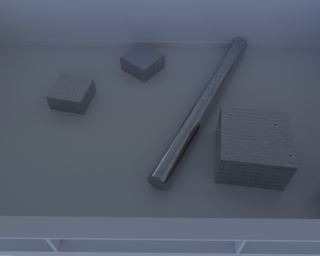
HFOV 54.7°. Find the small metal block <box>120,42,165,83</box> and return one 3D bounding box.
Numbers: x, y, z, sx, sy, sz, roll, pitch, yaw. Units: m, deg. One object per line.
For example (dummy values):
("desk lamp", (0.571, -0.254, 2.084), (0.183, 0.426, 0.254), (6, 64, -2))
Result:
("small metal block", (-0.027, -0.105, 0.493), (0.050, 0.025, 0.050), (32, 57, 24))

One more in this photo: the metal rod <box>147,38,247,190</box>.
("metal rod", (0.066, -0.039, 0.438), (0.025, 0.025, 0.301), (22, 53, 17))

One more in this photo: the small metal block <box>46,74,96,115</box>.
("small metal block", (-0.126, -0.049, 0.445), (0.050, 0.025, 0.050), (10, 51, 8))

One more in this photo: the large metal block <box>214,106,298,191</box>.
("large metal block", (0.110, 0.023, 0.371), (0.080, 0.050, 0.080), (6, 50, 4))
